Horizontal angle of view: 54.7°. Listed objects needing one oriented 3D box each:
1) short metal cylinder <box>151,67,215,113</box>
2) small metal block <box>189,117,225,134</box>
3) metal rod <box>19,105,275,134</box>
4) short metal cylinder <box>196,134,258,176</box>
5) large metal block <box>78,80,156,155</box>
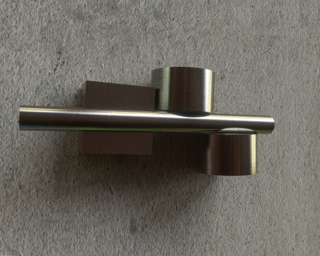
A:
[{"bbox_3d":[0.028,-0.045,0.393,0.081,0.080,0.050,2,90,-20],"label":"short metal cylinder"},{"bbox_3d":[0.052,-0.005,0.416,0.050,0.050,0.025,1,90,-20],"label":"small metal block"},{"bbox_3d":[0.004,-0.007,0.358,0.303,0.025,0.025,1,90,-22],"label":"metal rod"},{"bbox_3d":[0.089,0.033,0.415,0.081,0.080,0.050,0,90,-20],"label":"short metal cylinder"},{"bbox_3d":[-0.054,-0.010,0.374,0.081,0.050,0.079,3,89,-20],"label":"large metal block"}]
